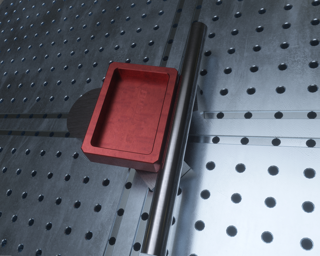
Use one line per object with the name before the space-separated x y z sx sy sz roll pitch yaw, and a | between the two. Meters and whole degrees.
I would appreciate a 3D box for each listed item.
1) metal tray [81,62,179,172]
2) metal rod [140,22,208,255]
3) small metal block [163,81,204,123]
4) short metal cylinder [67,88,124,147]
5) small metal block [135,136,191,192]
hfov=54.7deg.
metal tray | -0.032 -0.017 0.380 0.090 0.030 0.130 8 64 10
metal rod | 0.024 -0.007 0.366 0.025 0.025 0.300 -1 61 27
small metal block | 0.029 -0.031 0.411 0.050 0.025 0.050 -14 56 20
short metal cylinder | -0.083 -0.010 0.439 0.080 0.050 0.080 -13 56 20
small metal block | 0.000 0.046 0.378 0.050 0.025 0.050 -43 51 -2
